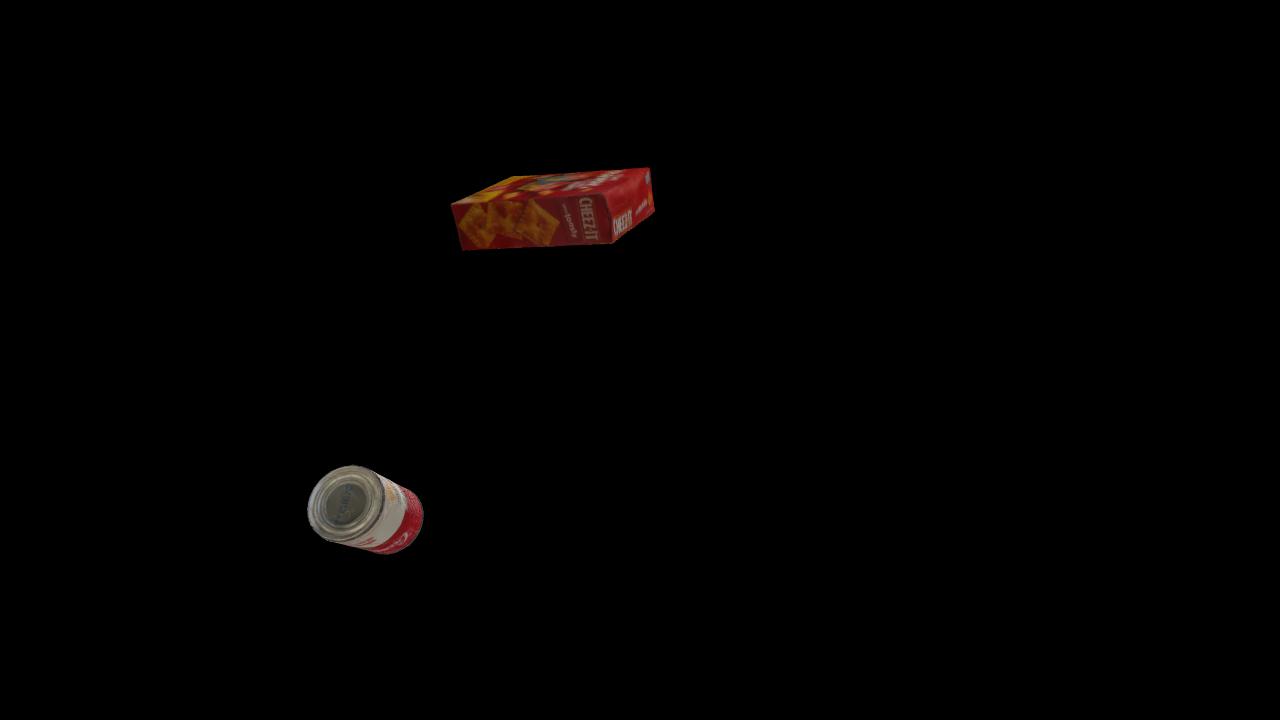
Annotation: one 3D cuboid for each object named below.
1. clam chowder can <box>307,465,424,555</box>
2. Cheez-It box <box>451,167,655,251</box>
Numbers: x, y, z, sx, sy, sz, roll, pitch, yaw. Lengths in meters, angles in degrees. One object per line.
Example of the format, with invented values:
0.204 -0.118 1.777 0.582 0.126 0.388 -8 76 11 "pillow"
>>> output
-0.252 0.141 0.572 0.068 0.068 0.102 0 -23 1 "clam chowder can"
-0.110 -0.204 0.822 0.223 0.071 0.166 2 28 21 "Cheez-It box"
